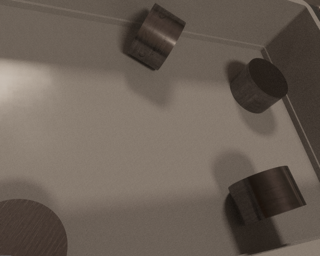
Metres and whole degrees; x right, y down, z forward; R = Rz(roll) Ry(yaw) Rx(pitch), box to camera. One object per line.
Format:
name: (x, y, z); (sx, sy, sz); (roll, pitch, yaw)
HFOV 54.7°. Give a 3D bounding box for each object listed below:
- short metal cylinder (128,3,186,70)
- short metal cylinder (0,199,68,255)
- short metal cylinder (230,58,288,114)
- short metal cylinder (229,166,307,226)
short metal cylinder: (-0.005, -0.131, 0.449); (0.050, 0.080, 0.080); (30, 52, -10)
short metal cylinder: (-0.124, 0.106, 0.259); (0.081, 0.050, 0.080); (14, 56, -21)
short metal cylinder: (0.168, -0.071, 0.526); (0.081, 0.050, 0.080); (14, 56, -21)
short metal cylinder: (0.134, 0.087, 0.392); (0.081, 0.080, 0.050); (-5, 65, -31)
